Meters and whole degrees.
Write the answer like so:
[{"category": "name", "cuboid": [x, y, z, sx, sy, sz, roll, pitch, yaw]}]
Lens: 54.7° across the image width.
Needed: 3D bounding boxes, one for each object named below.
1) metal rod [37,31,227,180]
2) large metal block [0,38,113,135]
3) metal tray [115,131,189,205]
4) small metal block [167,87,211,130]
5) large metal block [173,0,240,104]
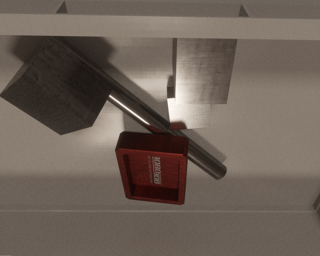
[{"category": "metal rod", "cuboid": [-0.016, -0.013, 0.397, 0.301, 0.025, 0.025, 37, 121, -28]}, {"category": "large metal block", "cuboid": [-0.113, -0.039, 0.336, 0.080, 0.050, 0.080, 39, 150, -29]}, {"category": "metal tray", "cuboid": [-0.008, 0.061, 0.436, 0.090, 0.030, 0.129, 5, 139, 6]}, {"category": "small metal block", "cuboid": [0.036, -0.026, 0.388, 0.050, 0.025, 0.050, -5, 130, 4]}, {"category": "large metal block", "cuboid": [0.039, -0.079, 0.306, 0.050, 0.080, 0.079, 0, 130, 0]}]
